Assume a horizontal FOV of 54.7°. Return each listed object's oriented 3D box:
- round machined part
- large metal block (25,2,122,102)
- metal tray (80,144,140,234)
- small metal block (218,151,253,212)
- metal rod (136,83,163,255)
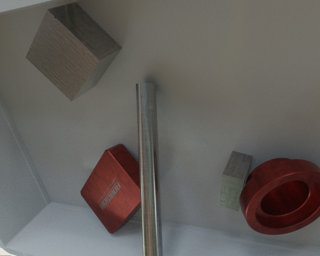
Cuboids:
[{"bbox_3d":[0.137,0.073,0.351,0.099,0.042,0.097,-5,124,-7],"label":"round machined part"},{"bbox_3d":[-0.109,-0.095,0.389,0.080,0.050,0.080,44,129,-3],"label":"large metal block"},{"bbox_3d":[-0.069,0.098,0.485,0.090,0.030,0.129,48,130,15],"label":"metal tray"},{"bbox_3d":[0.093,0.065,0.383,0.025,0.050,0.050,14,124,20],"label":"small metal block"},{"bbox_3d":[-0.012,0.094,0.389,0.025,0.025,0.298,-2,91,28],"label":"metal rod"}]
